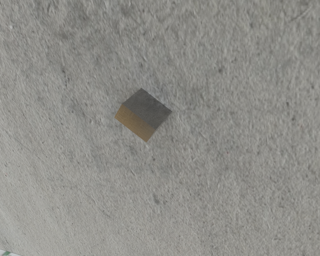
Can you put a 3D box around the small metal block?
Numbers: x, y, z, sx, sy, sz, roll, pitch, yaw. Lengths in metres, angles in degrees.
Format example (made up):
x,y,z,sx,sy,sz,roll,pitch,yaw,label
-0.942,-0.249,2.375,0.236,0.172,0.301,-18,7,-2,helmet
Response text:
x,y,z,sx,sy,sz,roll,pitch,yaw,label
-0.020,-0.017,0.389,0.050,0.050,0.025,38,129,2,small metal block
